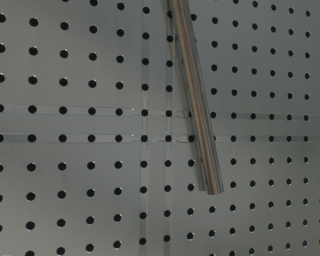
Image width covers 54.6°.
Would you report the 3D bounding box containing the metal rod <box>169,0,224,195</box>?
[{"bbox_3d":[0.049,-0.055,0.430,0.025,0.025,0.298,-13,95,-20],"label":"metal rod"}]
